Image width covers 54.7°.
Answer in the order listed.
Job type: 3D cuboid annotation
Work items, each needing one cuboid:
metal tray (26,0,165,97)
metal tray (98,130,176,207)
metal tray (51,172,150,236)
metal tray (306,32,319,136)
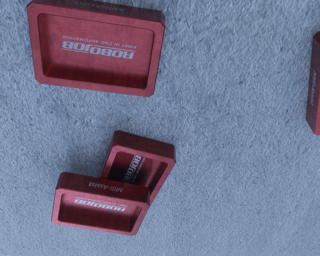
[{"bbox_3d":[-0.066,-0.085,0.330,0.131,0.030,0.089,7,130,-6],"label":"metal tray"},{"bbox_3d":[-0.041,0.069,0.461,0.091,0.030,0.129,16,128,-13],"label":"metal tray"},{"bbox_3d":[-0.088,0.116,0.461,0.131,0.030,0.089,13,129,-11],"label":"metal tray"},{"bbox_3d":[0.225,-0.054,0.359,0.090,0.030,0.129,-10,130,8],"label":"metal tray"}]
